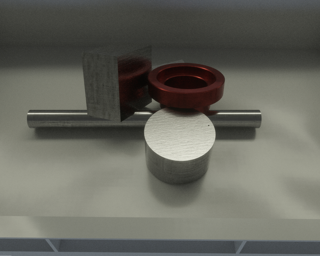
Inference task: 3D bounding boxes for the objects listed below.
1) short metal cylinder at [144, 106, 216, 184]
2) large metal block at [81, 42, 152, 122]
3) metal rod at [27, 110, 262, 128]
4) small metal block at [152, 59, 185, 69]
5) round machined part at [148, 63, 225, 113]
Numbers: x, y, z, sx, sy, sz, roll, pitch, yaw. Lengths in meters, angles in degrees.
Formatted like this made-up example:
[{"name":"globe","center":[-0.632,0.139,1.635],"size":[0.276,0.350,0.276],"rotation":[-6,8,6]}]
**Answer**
[{"name":"short metal cylinder","center":[0.022,0.020,0.369],"size":[0.081,0.050,0.080],"rotation":[0,50,0]},{"name":"large metal block","center":[-0.052,-0.063,0.401],"size":[0.050,0.079,0.080],"rotation":[12,27,24]},{"name":"metal rod","center":[-0.019,-0.012,0.411],"size":[0.302,0.025,0.025],"rotation":[0,50,-1]},{"name":"small metal block","center":[0.020,-0.073,0.466],"size":[0.050,0.025,0.050],"rotation":[-16,52,-14]},{"name":"round machined part","center":[0.034,-0.049,0.408],"size":[0.099,0.042,0.098],"rotation":[0,33,0]}]
